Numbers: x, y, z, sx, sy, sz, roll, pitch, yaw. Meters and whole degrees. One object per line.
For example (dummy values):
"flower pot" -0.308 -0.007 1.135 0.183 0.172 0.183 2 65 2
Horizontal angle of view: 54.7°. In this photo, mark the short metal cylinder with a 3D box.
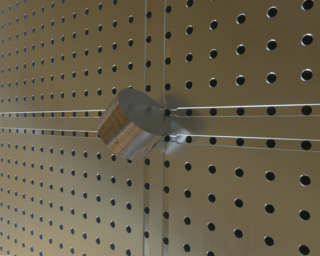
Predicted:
"short metal cylinder" -0.033 -0.005 0.398 0.050 0.081 0.080 -48 62 29
